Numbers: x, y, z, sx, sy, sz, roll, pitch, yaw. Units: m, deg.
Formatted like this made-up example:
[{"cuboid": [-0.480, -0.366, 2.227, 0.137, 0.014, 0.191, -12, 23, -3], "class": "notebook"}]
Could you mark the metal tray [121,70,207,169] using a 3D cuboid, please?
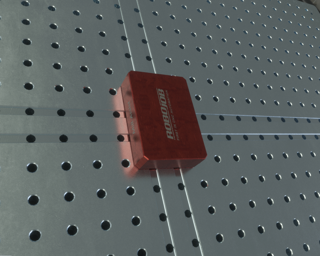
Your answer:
[{"cuboid": [0.004, -0.012, 0.415, 0.091, 0.030, 0.130, 2, 61, -28], "class": "metal tray"}]
